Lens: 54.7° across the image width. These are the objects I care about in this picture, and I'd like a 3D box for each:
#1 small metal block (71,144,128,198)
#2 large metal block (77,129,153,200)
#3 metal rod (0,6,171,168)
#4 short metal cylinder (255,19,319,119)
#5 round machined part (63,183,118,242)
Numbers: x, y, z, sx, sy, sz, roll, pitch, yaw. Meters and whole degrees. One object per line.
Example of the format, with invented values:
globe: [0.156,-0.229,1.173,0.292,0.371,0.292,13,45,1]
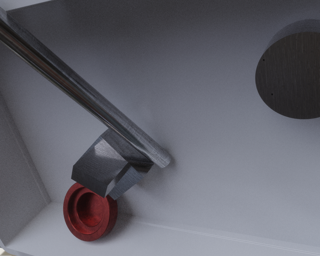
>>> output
small metal block: [-0.077,0.055,0.401,0.050,0.050,0.025,28,128,10]
large metal block: [-0.063,0.047,0.453,0.080,0.050,0.080,45,129,-3]
metal rod: [-0.081,-0.035,0.343,0.025,0.025,0.300,-15,138,34]
short metal cylinder: [0.134,-0.055,0.288,0.080,0.050,0.079,13,124,20]
round machined part: [-0.111,0.135,0.519,0.098,0.042,0.097,-2,86,27]
